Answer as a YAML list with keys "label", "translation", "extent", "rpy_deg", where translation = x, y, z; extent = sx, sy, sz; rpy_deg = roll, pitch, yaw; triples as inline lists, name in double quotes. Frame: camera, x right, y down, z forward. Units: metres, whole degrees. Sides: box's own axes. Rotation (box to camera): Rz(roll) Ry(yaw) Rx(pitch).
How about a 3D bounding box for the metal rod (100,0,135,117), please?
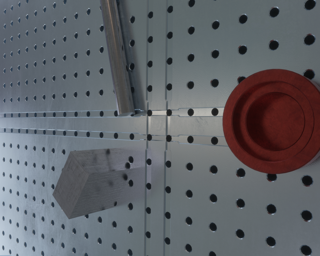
- label: "metal rod"
  translation: [-0.074, -0.165, 0.470]
  extent: [0.025, 0.025, 0.298]
  rpy_deg: [-17, 80, 39]

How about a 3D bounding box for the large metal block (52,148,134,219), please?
- label: "large metal block"
  translation: [-0.098, 0.078, 0.454]
  extent: [0.050, 0.081, 0.079]
  rpy_deg: [42, 115, 32]

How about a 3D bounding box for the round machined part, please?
- label: "round machined part"
  translation: [0.115, -0.006, 0.303]
  extent: [0.098, 0.042, 0.097]
  rpy_deg: [0, 90, 40]
